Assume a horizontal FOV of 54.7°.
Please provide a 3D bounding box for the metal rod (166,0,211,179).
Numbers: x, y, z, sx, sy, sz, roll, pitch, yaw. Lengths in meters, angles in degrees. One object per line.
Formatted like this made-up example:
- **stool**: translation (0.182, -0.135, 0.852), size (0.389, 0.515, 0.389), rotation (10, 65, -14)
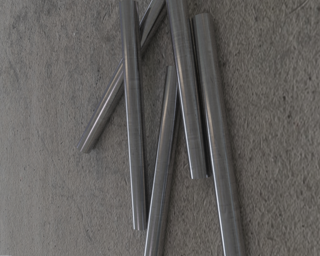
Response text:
- **metal rod**: translation (0.028, -0.090, 0.364), size (0.025, 0.025, 0.298), rotation (-8, 91, 40)

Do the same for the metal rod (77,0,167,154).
- **metal rod**: translation (-0.051, -0.082, 0.447), size (0.025, 0.025, 0.298), rotation (47, 118, 29)

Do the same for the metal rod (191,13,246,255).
- **metal rod**: translation (0.067, 0.018, 0.349), size (0.025, 0.025, 0.298), rotation (-11, 83, 39)

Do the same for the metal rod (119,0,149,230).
- **metal rod**: translation (-0.032, -0.013, 0.412), size (0.025, 0.025, 0.298), rotation (1, 97, 40)

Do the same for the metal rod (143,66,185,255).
- **metal rod**: translation (0.003, 0.071, 0.402), size (0.025, 0.025, 0.298), rotation (12, 97, 39)
